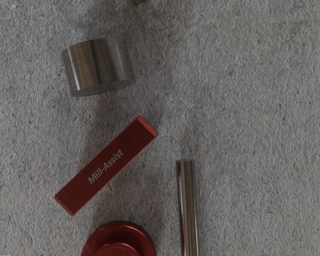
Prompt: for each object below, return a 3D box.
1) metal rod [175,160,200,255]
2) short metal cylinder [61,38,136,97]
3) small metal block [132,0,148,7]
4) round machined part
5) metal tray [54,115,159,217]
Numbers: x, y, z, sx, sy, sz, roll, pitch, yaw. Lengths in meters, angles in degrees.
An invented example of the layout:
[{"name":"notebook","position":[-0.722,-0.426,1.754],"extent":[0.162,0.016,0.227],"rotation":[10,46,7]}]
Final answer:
[{"name":"metal rod","position":[0.042,0.192,0.410],"extent":[0.025,0.025,0.298],"rotation":[-4,90,-1]},{"name":"short metal cylinder","position":[-0.075,-0.073,0.382],"extent":[0.080,0.080,0.050],"rotation":[-14,90,0]},{"name":"small metal block","position":[-0.035,-0.193,0.397],"extent":[0.025,0.050,0.050],"rotation":[-28,90,0]},{"name":"round machined part","position":[-0.054,0.174,0.401],"extent":[0.099,0.042,0.097],"rotation":[0,90,-1]},{"name":"metal tray","position":[-0.059,0.041,0.376],"extent":[0.130,0.090,0.030],"rotation":[-44,90,0]}]
